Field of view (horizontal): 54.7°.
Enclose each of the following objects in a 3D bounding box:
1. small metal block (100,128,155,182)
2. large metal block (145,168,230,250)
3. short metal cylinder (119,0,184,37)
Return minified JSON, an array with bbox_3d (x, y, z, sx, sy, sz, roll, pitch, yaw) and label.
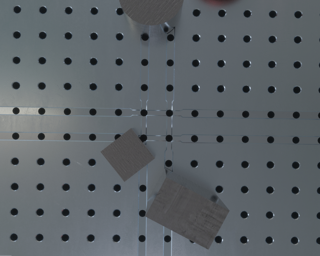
[{"bbox_3d":[-0.042,0.035,0.413,0.050,0.025,0.050,-38,90,0],"label":"small metal block"},{"bbox_3d":[0.031,0.095,0.386,0.080,0.080,0.050,28,90,0],"label":"large metal block"},{"bbox_3d":[-0.010,-0.164,0.401,0.081,0.050,0.079,0,90,0],"label":"short metal cylinder"}]
